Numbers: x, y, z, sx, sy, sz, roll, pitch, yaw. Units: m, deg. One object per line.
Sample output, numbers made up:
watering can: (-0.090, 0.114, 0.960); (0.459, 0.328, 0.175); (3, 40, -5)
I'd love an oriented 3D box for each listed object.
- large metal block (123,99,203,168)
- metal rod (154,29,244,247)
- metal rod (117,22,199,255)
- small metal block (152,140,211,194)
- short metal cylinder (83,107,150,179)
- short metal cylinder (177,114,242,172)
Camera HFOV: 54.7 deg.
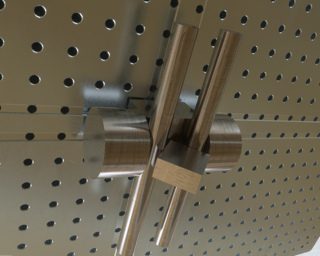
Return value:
large metal block: (-0.001, 0.012, 0.397); (0.081, 0.050, 0.079); (1, 118, -29)
metal rod: (0.039, 0.031, 0.383); (0.025, 0.025, 0.298); (1, 118, -29)
metal rod: (-0.010, 0.032, 0.357); (0.025, 0.025, 0.298); (1, 118, -29)
small metal block: (0.025, 0.042, 0.349); (0.050, 0.050, 0.025); (20, 115, 11)
short metal cylinder: (-0.052, 0.017, 0.353); (0.050, 0.080, 0.079); (1, 118, -29)
short metal cylinder: (0.063, 0.020, 0.418); (0.050, 0.080, 0.079); (1, 118, -28)
